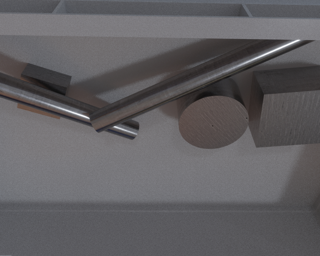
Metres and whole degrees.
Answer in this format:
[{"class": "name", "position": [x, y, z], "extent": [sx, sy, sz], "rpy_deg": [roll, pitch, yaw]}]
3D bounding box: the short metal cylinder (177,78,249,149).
[{"class": "short metal cylinder", "position": [0.062, -0.020, 0.376], "extent": [0.081, 0.050, 0.079], "rpy_deg": [0, 130, 0]}]

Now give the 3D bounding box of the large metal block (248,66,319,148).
[{"class": "large metal block", "position": [0.155, -0.025, 0.374], "extent": [0.080, 0.050, 0.080], "rpy_deg": [-4, 130, 3]}]

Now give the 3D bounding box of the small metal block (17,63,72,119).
[{"class": "small metal block", "position": [-0.138, -0.043, 0.370], "extent": [0.050, 0.025, 0.050], "rpy_deg": [16, 128, -14]}]

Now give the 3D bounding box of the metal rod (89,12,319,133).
[{"class": "metal rod", "position": [0.064, -0.063, 0.330], "extent": [0.301, 0.025, 0.025], "rpy_deg": [-23, 127, 8]}]

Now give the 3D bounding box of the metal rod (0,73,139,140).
[{"class": "metal rod", "position": [-0.157, -0.041, 0.325], "extent": [0.302, 0.025, 0.025], "rpy_deg": [20, 128, -30]}]
